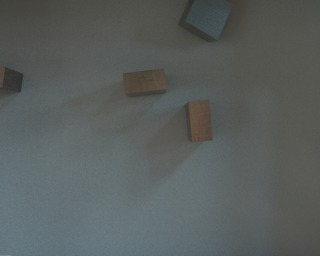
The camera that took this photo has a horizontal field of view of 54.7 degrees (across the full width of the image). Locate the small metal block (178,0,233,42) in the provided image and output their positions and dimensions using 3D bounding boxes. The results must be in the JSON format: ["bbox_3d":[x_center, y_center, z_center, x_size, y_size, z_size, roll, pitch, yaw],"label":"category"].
[{"bbox_3d":[0.059,-0.148,0.405,0.050,0.025,0.050,23,90,-20],"label":"small metal block"}]

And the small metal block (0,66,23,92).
[{"bbox_3d":[-0.213,-0.065,0.396,0.050,0.050,0.025,8,90,-1],"label":"small metal block"}]

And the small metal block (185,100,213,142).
[{"bbox_3d":[0.049,-0.009,0.400,0.025,0.050,0.050,-5,90,0],"label":"small metal block"}]

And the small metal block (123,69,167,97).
[{"bbox_3d":[-0.019,-0.057,0.399,0.050,0.050,0.025,-7,90,0],"label":"small metal block"}]
